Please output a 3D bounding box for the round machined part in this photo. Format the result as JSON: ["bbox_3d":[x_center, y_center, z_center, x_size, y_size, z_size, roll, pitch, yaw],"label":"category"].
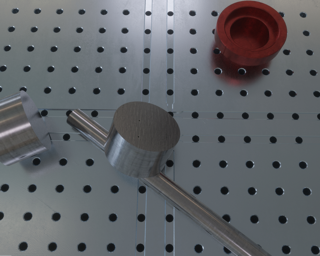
[{"bbox_3d":[0.128,-0.132,0.452,0.099,0.042,0.098,0,70,0],"label":"round machined part"}]

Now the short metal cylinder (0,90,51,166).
[{"bbox_3d":[-0.176,0.000,0.381,0.050,0.080,0.080,-23,72,-8],"label":"short metal cylinder"}]

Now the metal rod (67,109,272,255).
[{"bbox_3d":[0.003,0.071,0.385,0.300,0.025,0.025,36,74,12],"label":"metal rod"}]

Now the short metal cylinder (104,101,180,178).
[{"bbox_3d":[-0.022,0.013,0.375,0.081,0.050,0.080,14,42,-13],"label":"short metal cylinder"}]
